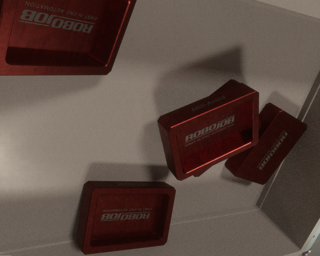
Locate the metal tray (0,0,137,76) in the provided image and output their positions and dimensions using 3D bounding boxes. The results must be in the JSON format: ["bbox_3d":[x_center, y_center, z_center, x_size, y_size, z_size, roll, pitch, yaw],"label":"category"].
[{"bbox_3d":[-0.081,-0.091,0.262,0.131,0.030,0.089,-16,135,-58],"label":"metal tray"}]

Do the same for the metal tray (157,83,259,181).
[{"bbox_3d":[0.068,0.005,0.407,0.131,0.030,0.089,-23,127,-15],"label":"metal tray"}]

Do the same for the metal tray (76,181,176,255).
[{"bbox_3d":[-0.045,0.123,0.439,0.131,0.030,0.089,7,95,-32],"label":"metal tray"}]

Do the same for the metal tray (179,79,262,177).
[{"bbox_3d":[0.079,0.002,0.452,0.130,0.030,0.090,-38,130,-3],"label":"metal tray"}]

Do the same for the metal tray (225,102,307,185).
[{"bbox_3d":[0.180,0.030,0.526,0.091,0.030,0.129,21,107,-36],"label":"metal tray"}]
